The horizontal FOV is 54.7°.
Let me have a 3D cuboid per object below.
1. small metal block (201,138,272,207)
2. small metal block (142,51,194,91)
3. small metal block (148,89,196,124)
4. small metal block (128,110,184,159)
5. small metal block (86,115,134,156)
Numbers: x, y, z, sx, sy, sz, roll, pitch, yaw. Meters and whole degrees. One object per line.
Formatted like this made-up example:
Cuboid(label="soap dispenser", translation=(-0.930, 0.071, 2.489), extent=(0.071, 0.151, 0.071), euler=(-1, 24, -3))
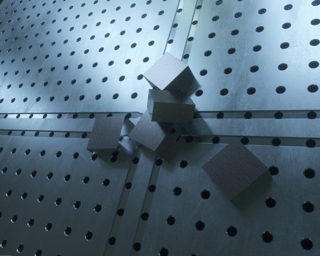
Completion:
Cuboid(label="small metal block", translation=(0.082, 0.048, 0.335), extent=(0.050, 0.025, 0.050), euler=(-40, 51, 0))
Cuboid(label="small metal block", translation=(0.012, -0.076, 0.447), extent=(0.050, 0.025, 0.050), euler=(-44, 51, -3))
Cuboid(label="small metal block", translation=(0.012, -0.028, 0.390), extent=(0.050, 0.025, 0.050), euler=(3, 23, -11))
Cuboid(label="small metal block", translation=(-0.005, 0.005, 0.407), extent=(0.050, 0.025, 0.050), euler=(26, 76, 36))
Cuboid(label="small metal block", translation=(-0.070, 0.012, 0.436), extent=(0.050, 0.025, 0.050), euler=(-3, 60, 26))
